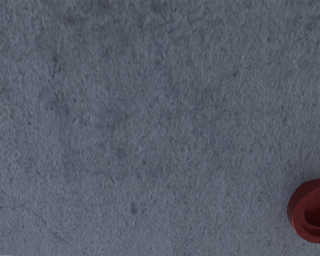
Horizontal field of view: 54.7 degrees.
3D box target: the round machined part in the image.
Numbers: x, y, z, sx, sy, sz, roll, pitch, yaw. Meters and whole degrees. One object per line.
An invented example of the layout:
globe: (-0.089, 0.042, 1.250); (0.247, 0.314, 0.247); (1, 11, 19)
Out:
round machined part: (0.232, 0.114, 0.446); (0.099, 0.042, 0.097); (0, 110, -1)
